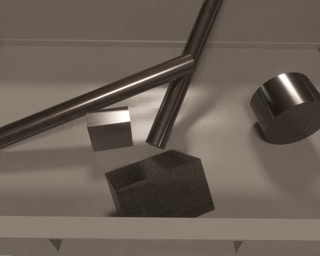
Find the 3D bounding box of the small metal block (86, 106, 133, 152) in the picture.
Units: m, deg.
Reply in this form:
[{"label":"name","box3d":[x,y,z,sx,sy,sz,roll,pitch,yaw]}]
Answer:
[{"label":"small metal block","box3d":[-0.062,0.002,0.386,0.050,0.050,0.025,-8,51,-7]}]

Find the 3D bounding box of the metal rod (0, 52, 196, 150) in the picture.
[{"label":"metal rod","box3d":[-0.100,-0.026,0.380,0.301,0.025,0.025,-22,53,-1]}]

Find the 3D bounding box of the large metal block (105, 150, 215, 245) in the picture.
[{"label":"large metal block","box3d":[-0.005,0.062,0.309,0.081,0.080,0.050,-18,97,-15]}]

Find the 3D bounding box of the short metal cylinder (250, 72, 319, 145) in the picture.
[{"label":"short metal cylinder","box3d":[0.162,-0.023,0.391,0.081,0.080,0.050,-8,51,-7]}]

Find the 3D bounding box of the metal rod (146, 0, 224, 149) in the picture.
[{"label":"metal rod","box3d":[0.049,-0.114,0.417,0.025,0.025,0.299,19,79,15]}]
